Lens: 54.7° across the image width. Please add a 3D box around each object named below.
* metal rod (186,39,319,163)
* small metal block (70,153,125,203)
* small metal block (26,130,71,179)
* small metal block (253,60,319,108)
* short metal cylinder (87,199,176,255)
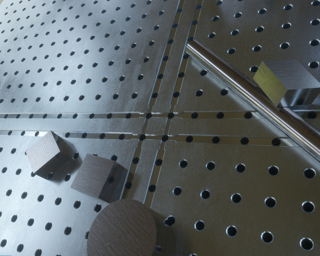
[{"bbox_3d":[0.123,-0.028,0.360,0.025,0.025,0.300,-40,51,1],"label":"metal rod"},{"bbox_3d":[-0.082,0.066,0.409,0.050,0.025,0.050,10,67,32],"label":"small metal block"},{"bbox_3d":[-0.170,0.040,0.470,0.050,0.025,0.050,-40,51,0],"label":"small metal block"},{"bbox_3d":[0.143,-0.051,0.348,0.050,0.025,0.050,-6,49,-22],"label":"small metal block"},{"bbox_3d":[-0.030,0.122,0.331,0.080,0.050,0.080,-13,56,20],"label":"short metal cylinder"}]
